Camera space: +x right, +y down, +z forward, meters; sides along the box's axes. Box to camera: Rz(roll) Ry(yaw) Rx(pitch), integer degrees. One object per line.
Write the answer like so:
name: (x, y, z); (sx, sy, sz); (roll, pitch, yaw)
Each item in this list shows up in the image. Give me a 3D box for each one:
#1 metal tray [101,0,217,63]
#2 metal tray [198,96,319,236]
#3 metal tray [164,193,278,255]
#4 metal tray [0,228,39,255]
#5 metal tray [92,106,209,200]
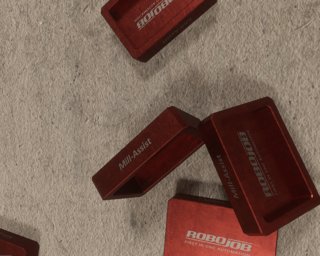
metal tray: (-0.003, -0.161, 0.406); (0.130, 0.030, 0.090); (-38, 78, 15)
metal tray: (0.108, 0.038, 0.336); (0.091, 0.030, 0.129); (-17, 79, -27)
metal tray: (0.073, 0.136, 0.380); (0.130, 0.030, 0.089); (5, 92, 19)
metal tray: (-0.261, 0.213, 0.496); (0.130, 0.030, 0.089); (11, 93, 19)
metal tray: (-0.007, 0.035, 0.373); (0.130, 0.090, 0.030); (-42, 65, 15)
